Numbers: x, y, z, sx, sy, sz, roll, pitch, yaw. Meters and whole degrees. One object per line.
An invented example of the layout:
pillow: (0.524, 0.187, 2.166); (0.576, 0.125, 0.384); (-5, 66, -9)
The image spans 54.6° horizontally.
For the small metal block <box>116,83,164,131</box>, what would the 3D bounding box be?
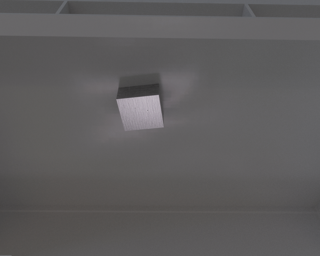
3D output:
small metal block: (-0.023, -0.025, 0.387); (0.050, 0.025, 0.050); (-6, 130, 4)
